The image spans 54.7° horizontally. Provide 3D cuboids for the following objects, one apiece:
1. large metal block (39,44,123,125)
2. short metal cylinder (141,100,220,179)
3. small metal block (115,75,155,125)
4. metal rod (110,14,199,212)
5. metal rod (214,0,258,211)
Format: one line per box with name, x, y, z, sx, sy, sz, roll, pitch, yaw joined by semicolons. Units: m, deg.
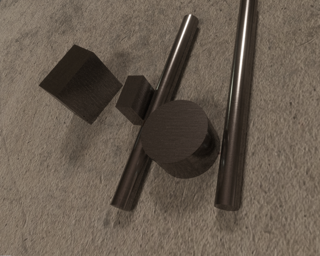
large metal block;-0.116;-0.064;0.467;0.050;0.080;0.080;29;78;37
short metal cylinder;0.025;0.014;0.365;0.080;0.050;0.080;-13;56;20
small metal block;-0.030;-0.037;0.425;0.025;0.050;0.050;5;64;30
metal rod;0.000;-0.035;0.424;0.025;0.025;0.300;7;65;31
metal rod;0.098;-0.050;0.382;0.025;0.025;0.300;-1;61;27
